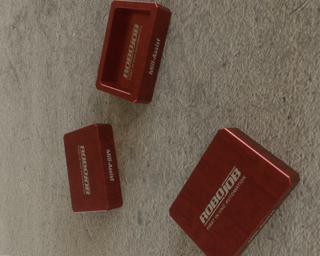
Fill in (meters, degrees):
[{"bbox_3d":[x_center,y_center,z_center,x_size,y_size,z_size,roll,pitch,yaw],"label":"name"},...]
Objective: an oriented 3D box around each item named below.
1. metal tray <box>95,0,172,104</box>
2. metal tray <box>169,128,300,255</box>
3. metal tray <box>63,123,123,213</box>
[{"bbox_3d":[-0.040,-0.107,0.434,0.090,0.030,0.129,22,104,37],"label":"metal tray"},{"bbox_3d":[0.075,0.075,0.340,0.090,0.030,0.129,42,115,32],"label":"metal tray"},{"bbox_3d":[-0.108,0.065,0.491,0.090,0.030,0.129,-16,80,39],"label":"metal tray"}]
